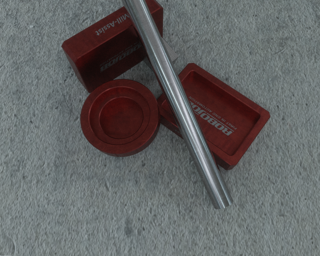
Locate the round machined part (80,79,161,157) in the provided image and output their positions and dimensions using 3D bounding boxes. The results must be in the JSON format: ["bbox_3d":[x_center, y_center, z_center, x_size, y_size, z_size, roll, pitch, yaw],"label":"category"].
[{"bbox_3d":[-0.048,-0.010,0.400,0.099,0.042,0.098,-2,73,5],"label":"round machined part"}]

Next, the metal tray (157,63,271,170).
[{"bbox_3d":[0.066,-0.017,0.414,0.130,0.030,0.090,36,74,12],"label":"metal tray"}]

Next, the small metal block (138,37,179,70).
[{"bbox_3d":[-0.005,-0.101,0.428,0.025,0.050,0.050,-42,90,-11],"label":"small metal block"}]

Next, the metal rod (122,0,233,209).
[{"bbox_3d":[0.017,-0.043,0.369,0.025,0.025,0.299,-25,94,-9],"label":"metal rod"}]

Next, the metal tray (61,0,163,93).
[{"bbox_3d":[-0.056,-0.110,0.414,0.131,0.090,0.030,-36,74,-12],"label":"metal tray"}]
